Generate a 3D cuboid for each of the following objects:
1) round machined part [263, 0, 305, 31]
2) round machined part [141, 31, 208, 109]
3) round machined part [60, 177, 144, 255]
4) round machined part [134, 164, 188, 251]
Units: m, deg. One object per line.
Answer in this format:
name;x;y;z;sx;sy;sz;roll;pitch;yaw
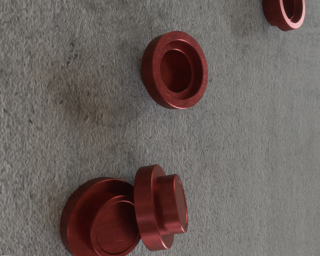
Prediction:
round machined part;0.232;-0.232;0.587;0.099;0.042;0.097;0;90;-40
round machined part;0.015;-0.073;0.406;0.099;0.042;0.097;0;90;-40
round machined part;-0.056;0.106;0.347;0.099;0.042;0.097;0;90;-40
round machined part;0.005;0.091;0.365;0.098;0.042;0.097;-12;91;-78
